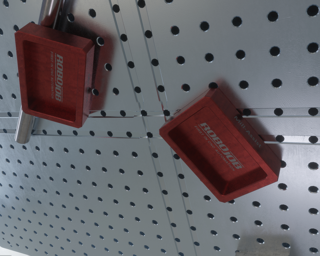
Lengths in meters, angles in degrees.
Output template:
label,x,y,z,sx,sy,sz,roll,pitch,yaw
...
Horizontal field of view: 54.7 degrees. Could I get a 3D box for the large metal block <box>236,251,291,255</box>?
label,x,y,z,sx,sy,sz,roll,pitch,yaw
large metal block,0.159,0.230,0.454,0.080,0.050,0.080,-14,111,34

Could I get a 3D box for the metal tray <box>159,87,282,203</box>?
label,x,y,z,sx,sy,sz,roll,pitch,yaw
metal tray,0.073,0.025,0.384,0.130,0.030,0.090,48,129,-6

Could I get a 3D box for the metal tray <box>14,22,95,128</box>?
label,x,y,z,sx,sy,sz,roll,pitch,yaw
metal tray,-0.142,-0.066,0.421,0.090,0.030,0.129,16,130,0

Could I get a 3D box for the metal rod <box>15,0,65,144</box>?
label,x,y,z,sx,sy,sz,roll,pitch,yaw
metal rod,-0.182,-0.079,0.458,0.025,0.025,0.298,36,129,4
